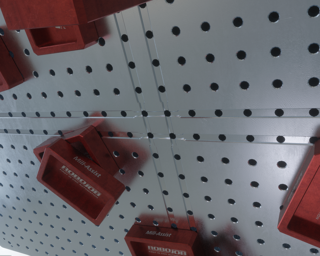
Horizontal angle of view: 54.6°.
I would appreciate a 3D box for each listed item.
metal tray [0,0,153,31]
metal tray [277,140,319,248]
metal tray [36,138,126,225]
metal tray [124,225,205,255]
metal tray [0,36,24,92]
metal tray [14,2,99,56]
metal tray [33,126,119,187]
[{"bbox_3d":[-0.074,-0.128,0.304,0.090,0.131,0.030,5,120,26],"label":"metal tray"},{"bbox_3d":[0.200,0.084,0.354,0.090,0.030,0.129,19,126,17],"label":"metal tray"},{"bbox_3d":[-0.127,0.086,0.489,0.130,0.030,0.089,36,129,4],"label":"metal tray"},{"bbox_3d":[0.011,0.216,0.536,0.130,0.030,0.090,-5,116,30],"label":"metal tray"},{"bbox_3d":[-0.292,-0.098,0.502,0.130,0.030,0.090,-8,114,32],"label":"metal tray"},{"bbox_3d":[-0.137,-0.160,0.381,0.090,0.030,0.129,0,119,28],"label":"metal tray"},{"bbox_3d":[-0.141,0.054,0.516,0.130,0.030,0.090,-16,111,34],"label":"metal tray"}]
